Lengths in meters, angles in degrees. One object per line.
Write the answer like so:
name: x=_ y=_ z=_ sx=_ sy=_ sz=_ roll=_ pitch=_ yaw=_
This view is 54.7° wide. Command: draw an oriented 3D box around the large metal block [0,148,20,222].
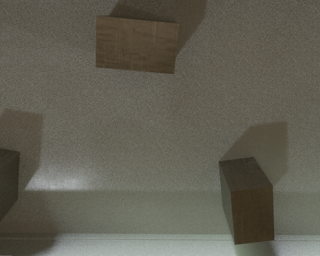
large metal block: x=-0.229 y=0.079 z=0.409 sx=0.050 sy=0.080 sz=0.079 roll=10 pitch=110 yaw=-4

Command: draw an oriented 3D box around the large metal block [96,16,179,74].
large metal block: x=-0.023 y=-0.096 z=0.346 sx=0.081 sy=0.080 sz=0.050 roll=5 pitch=110 yaw=-2

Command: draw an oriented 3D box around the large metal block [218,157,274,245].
large metal block: x=0.114 y=0.095 z=0.418 sx=0.050 sy=0.080 sz=0.079 roll=-8 pitch=110 yaw=3
